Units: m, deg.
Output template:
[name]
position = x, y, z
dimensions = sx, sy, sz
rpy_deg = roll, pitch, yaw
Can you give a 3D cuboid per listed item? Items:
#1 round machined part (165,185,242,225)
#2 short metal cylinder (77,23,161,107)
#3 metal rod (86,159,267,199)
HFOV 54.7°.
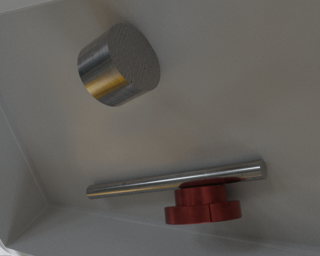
[round machined part]
position = 0.054, 0.099, 0.406
dimensions = 0.098, 0.099, 0.042
rpy_deg = -14, 74, 34
[short metal cylinder]
position = -0.045, -0.070, 0.352
dimensions = 0.050, 0.080, 0.080
rpy_deg = -22, 107, 36
[metal rod]
position = 0.003, 0.080, 0.455
dimensions = 0.300, 0.025, 0.025
rpy_deg = -14, 111, 33
